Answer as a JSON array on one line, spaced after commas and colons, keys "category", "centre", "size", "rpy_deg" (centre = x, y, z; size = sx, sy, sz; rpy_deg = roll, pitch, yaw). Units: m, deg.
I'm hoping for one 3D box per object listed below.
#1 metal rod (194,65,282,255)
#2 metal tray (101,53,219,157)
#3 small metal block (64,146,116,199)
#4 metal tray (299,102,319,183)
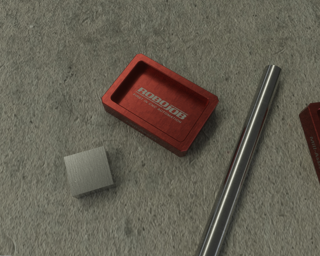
[{"category": "metal rod", "centre": [0.100, 0.047, 0.392], "size": [0.025, 0.025, 0.300], "rpy_deg": [23, 71, 8]}, {"category": "metal tray", "centre": [0.000, -0.032, 0.417], "size": [0.130, 0.030, 0.090], "rpy_deg": [32, 73, 10]}, {"category": "small metal block", "centre": [-0.087, 0.056, 0.387], "size": [0.050, 0.025, 0.050], "rpy_deg": [-16, 71, -6]}, {"category": "metal tray", "centre": [0.245, 0.028, 0.398], "size": [0.091, 0.030, 0.129], "rpy_deg": [-7, 70, -3]}]
